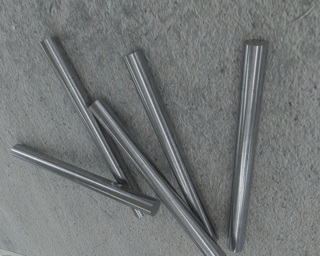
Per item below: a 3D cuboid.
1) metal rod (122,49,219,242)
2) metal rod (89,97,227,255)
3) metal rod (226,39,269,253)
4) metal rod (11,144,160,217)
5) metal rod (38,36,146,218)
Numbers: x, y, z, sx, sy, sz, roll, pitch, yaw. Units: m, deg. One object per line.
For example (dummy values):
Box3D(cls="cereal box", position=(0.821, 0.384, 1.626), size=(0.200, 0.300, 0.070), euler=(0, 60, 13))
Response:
Box3D(cls="metal rod", position=(0.022, 0.040, 0.419), size=(0.025, 0.025, 0.299), euler=(-10, 114, 32))
Box3D(cls="metal rod", position=(0.003, 0.083, 0.432), size=(0.300, 0.025, 0.025), euler=(52, 129, 0))
Box3D(cls="metal rod", position=(0.102, 0.044, 0.379), size=(0.025, 0.025, 0.298), euler=(10, 123, 22))
Box3D(cls="metal rod", position=(-0.135, 0.077, 0.503), size=(0.300, 0.025, 0.025), euler=(15, 125, 27))
Box3D(cls="metal rod", position=(-0.090, 0.010, 0.460), size=(0.025, 0.025, 0.299), euler=(-13, 112, 33))
